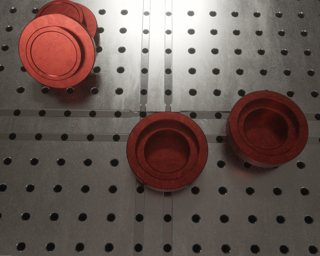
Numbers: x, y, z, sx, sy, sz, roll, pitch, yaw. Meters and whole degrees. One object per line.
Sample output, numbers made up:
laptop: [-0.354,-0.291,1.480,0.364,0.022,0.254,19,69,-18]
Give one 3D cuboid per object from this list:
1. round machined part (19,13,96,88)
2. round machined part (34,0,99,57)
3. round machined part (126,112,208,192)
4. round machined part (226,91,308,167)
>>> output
round machined part: [-0.136,-0.100,0.410,0.099,0.042,0.097,-2,110,-6]
round machined part: [-0.142,-0.148,0.455,0.099,0.042,0.098,0,70,-1]
round machined part: [0.009,0.032,0.391,0.099,0.042,0.098,0,70,-1]
round machined part: [0.134,0.004,0.403,0.099,0.042,0.098,0,70,-1]
